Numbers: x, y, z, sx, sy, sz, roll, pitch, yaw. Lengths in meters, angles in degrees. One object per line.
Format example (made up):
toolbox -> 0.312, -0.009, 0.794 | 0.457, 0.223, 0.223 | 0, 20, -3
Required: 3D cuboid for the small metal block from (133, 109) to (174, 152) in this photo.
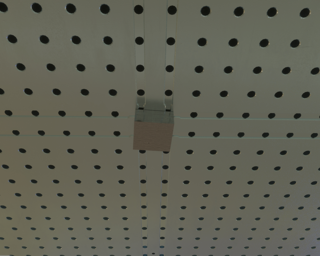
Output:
small metal block -> -0.009, 0.004, 0.414 | 0.050, 0.025, 0.050 | 4, 130, -4
